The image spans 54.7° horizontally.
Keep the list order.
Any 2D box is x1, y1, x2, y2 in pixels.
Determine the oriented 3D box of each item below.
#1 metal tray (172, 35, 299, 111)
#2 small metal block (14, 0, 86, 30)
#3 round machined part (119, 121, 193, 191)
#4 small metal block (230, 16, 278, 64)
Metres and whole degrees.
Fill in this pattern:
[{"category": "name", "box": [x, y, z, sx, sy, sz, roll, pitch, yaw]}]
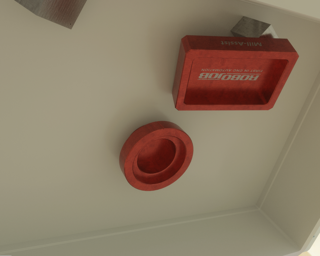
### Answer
[{"category": "metal tray", "box": [0.086, -0.063, 0.375, 0.131, 0.030, 0.089, -1, 138, -9]}, {"category": "small metal block", "box": [-0.089, -0.120, 0.269, 0.050, 0.025, 0.050, -57, 169, 13]}, {"category": "round machined part", "box": [-0.008, 0.033, 0.415, 0.099, 0.042, 0.097, -14, 125, -21]}, {"category": "small metal block", "box": [0.125, -0.111, 0.394, 0.025, 0.050, 0.050, -48, 129, 5]}]
